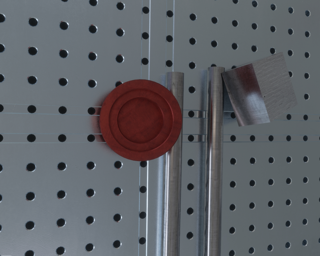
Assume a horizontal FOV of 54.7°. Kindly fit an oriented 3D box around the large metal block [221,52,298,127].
[{"bbox_3d":[0.143,-0.055,0.439,0.081,0.050,0.080,-25,99,-38],"label":"large metal block"}]

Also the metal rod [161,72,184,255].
[{"bbox_3d":[0.016,0.075,0.418,0.025,0.025,0.298,2,90,-20],"label":"metal rod"}]

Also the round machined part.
[{"bbox_3d":[-0.024,-0.009,0.388,0.099,0.042,0.097,0,90,-8],"label":"round machined part"}]

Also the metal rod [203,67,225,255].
[{"bbox_3d":[0.076,0.064,0.440,0.025,0.025,0.298,1,90,-20],"label":"metal rod"}]
